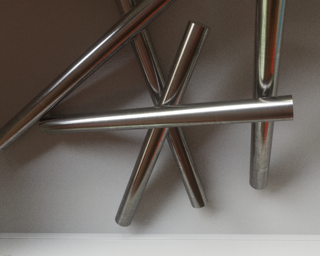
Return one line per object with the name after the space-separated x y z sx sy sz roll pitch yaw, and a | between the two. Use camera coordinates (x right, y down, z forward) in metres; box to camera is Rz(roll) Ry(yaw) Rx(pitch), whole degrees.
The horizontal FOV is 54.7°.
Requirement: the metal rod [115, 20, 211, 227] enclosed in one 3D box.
-0.006 0.014 0.394 0.025 0.025 0.298 18 117 -7 | metal rod

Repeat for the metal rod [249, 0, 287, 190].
0.114 -0.025 0.340 0.025 0.025 0.299 -11 135 4 | metal rod

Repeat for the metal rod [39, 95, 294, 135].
-0.011 -0.012 0.355 0.301 0.025 0.025 -3 112 21 | metal rod

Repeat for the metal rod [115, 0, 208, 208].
0.008 -0.023 0.403 0.025 0.025 0.298 -19 109 6 | metal rod

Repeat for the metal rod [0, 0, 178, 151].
-0.102 -0.063 0.369 0.300 0.025 0.025 -36 107 18 | metal rod
